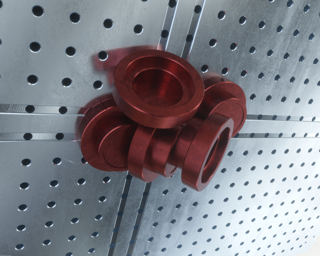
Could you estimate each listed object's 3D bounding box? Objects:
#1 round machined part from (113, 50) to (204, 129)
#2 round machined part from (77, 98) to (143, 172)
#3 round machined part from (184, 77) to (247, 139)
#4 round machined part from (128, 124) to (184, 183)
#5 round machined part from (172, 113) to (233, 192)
[{"bbox_3d":[-0.004,-0.039,0.346,0.099,0.098,0.042,-12,149,-22],"label":"round machined part"},{"bbox_3d":[-0.049,0.015,0.384,0.099,0.042,0.097,-14,125,-21],"label":"round machined part"},{"bbox_3d":[0.082,-0.019,0.435,0.099,0.042,0.097,-14,125,-21],"label":"round machined part"},{"bbox_3d":[0.004,0.023,0.388,0.098,0.042,0.097,-52,153,-39],"label":"round machined part"},{"bbox_3d":[0.050,0.026,0.383,0.098,0.042,0.097,-47,151,-37],"label":"round machined part"}]
